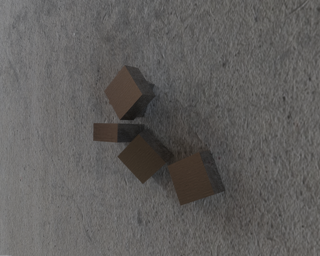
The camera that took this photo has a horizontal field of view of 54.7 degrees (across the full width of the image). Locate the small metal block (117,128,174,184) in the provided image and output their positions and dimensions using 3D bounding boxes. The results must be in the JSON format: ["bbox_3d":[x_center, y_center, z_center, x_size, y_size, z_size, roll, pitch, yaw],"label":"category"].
[{"bbox_3d":[-0.019,0.037,0.410,0.050,0.025,0.050,47,120,4],"label":"small metal block"}]

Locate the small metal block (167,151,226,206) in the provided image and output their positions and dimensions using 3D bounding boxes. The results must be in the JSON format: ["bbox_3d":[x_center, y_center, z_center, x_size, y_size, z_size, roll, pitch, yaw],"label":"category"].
[{"bbox_3d":[0.043,0.060,0.370,0.050,0.025,0.050,-29,72,36],"label":"small metal block"}]

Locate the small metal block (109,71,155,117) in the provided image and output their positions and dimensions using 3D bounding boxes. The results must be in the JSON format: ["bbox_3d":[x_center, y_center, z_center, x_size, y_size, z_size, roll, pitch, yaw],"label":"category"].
[{"bbox_3d":[-0.041,-0.048,0.439,0.050,0.025,0.050,31,109,35],"label":"small metal block"}]

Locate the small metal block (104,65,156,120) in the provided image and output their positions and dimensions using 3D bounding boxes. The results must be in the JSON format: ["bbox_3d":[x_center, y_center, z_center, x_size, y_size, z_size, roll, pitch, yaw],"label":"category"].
[{"bbox_3d":[-0.040,-0.045,0.406,0.050,0.025,0.050,-45,63,30],"label":"small metal block"}]

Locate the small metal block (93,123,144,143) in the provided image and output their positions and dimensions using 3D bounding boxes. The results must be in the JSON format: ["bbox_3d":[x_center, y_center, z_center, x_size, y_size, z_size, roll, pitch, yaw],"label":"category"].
[{"bbox_3d":[-0.058,0.006,0.436,0.050,0.050,0.025,2,90,40],"label":"small metal block"}]
